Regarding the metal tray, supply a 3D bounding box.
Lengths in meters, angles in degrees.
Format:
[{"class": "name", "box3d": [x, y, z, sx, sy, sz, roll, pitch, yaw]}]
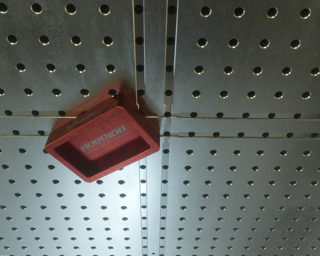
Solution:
[{"class": "metal tray", "box3d": [-0.077, 0.018, 0.422, 0.130, 0.030, 0.090, -27, 126, 20]}]
